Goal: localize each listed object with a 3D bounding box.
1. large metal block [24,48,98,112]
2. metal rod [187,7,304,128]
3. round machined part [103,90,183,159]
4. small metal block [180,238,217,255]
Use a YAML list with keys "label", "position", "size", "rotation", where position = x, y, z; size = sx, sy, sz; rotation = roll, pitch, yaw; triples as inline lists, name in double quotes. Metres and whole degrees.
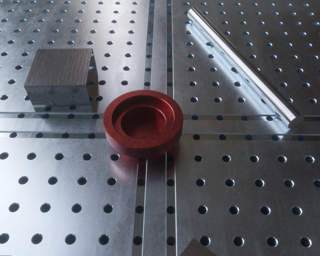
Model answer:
- label: "large metal block"
  position: [-0.139, -0.070, 0.449]
  size: [0.081, 0.050, 0.080]
  rotation: [-1, 50, -1]
- label: "metal rod"
  position: [0.123, -0.114, 0.503]
  size: [0.025, 0.025, 0.300]
  rotation: [-18, 52, -15]
- label: "round machined part"
  position: [-0.021, -0.001, 0.397]
  size: [0.099, 0.042, 0.098]
  rotation: [0, 50, 0]
- label: "small metal block"
  position: [0.036, 0.142, 0.289]
  size: [0.050, 0.025, 0.050]
  rotation: [31, 57, 23]
